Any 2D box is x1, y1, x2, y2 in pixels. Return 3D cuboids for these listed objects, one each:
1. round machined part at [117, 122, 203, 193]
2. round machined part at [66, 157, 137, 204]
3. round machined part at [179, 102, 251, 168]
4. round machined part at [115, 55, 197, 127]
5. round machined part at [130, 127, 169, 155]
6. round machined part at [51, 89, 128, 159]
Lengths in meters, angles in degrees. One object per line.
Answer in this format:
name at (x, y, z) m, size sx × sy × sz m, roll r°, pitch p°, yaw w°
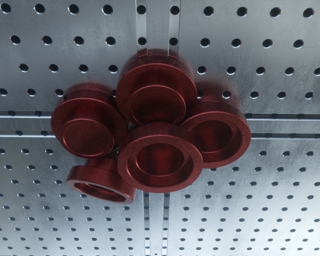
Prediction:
round machined part at (0.000, 0.031, 0.370) m, size 0.099 × 0.042 × 0.097 m, roll 0°, pitch 130°, yaw 0°
round machined part at (-0.079, 0.073, 0.444) m, size 0.098 × 0.042 × 0.098 m, roll 12°, pitch 154°, yaw 6°
round machined part at (0.064, 0.005, 0.404) m, size 0.099 × 0.042 × 0.097 m, roll 0°, pitch 130°, yaw 0°
round machined part at (-0.004, -0.034, 0.372) m, size 0.099 × 0.042 × 0.097 m, roll 0°, pitch 130°, yaw 0°
round machined part at (-0.004, 0.041, 0.435) m, size 0.099 × 0.042 × 0.097 m, roll 0°, pitch 130°, yaw 0°
round machined part at (-0.091, 0.002, 0.401) m, size 0.099 × 0.042 × 0.097 m, roll 0°, pitch 130°, yaw 0°
